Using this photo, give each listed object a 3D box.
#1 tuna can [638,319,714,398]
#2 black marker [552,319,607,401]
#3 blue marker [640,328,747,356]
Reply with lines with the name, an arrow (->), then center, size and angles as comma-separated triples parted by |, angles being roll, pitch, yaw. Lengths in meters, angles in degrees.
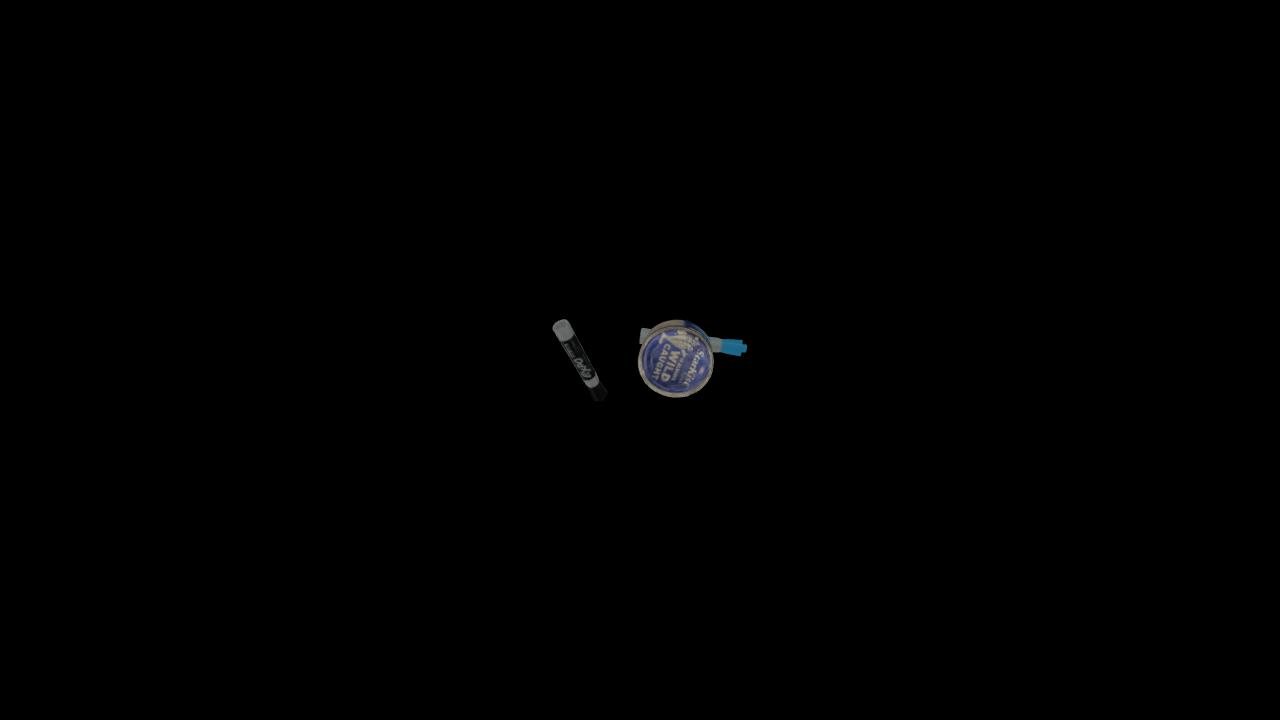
tuna can -> 0.041, -0.002, 0.690 | 0.084, 0.084, 0.034 | 0, 20, 6
black marker -> -0.064, 0.004, 0.679 | 0.020, 0.020, 0.121 | 0, -43, 26
blue marker -> 0.060, -0.020, 0.697 | 0.121, 0.020, 0.020 | 7, 0, 3
